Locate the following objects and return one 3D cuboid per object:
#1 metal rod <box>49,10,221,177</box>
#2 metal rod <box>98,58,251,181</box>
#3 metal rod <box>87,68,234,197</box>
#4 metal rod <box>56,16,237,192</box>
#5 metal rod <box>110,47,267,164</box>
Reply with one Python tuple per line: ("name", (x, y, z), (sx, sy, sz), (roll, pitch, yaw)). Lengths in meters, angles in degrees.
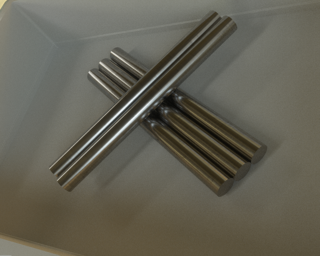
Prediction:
("metal rod", (-0.030, -0.046, 0.416), (0.300, 0.025, 0.025), (-44, 51, -3))
("metal rod", (-0.002, -0.029, 0.422), (0.025, 0.025, 0.300), (-47, 51, -4))
("metal rod", (-0.020, -0.012, 0.422), (0.025, 0.025, 0.300), (-47, 51, -4))
("metal rod", (-0.014, -0.033, 0.400), (0.300, 0.025, 0.025), (-44, 51, -3))
("metal rod", (0.017, -0.047, 0.424), (0.025, 0.025, 0.300), (-46, 51, -4))
